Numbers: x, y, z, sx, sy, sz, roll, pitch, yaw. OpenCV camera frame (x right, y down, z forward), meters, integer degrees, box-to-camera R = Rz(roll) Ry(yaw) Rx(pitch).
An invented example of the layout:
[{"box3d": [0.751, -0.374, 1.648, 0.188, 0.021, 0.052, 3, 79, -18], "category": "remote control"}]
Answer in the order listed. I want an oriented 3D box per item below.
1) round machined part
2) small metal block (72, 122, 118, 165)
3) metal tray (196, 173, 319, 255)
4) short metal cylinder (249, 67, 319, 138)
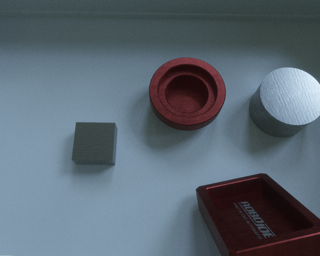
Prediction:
[{"box3d": [0.035, -0.042, 0.416, 0.099, 0.042, 0.098, 0, 70, -1], "category": "round machined part"}, {"box3d": [-0.083, 0.020, 0.401, 0.050, 0.025, 0.050, 1, 70, 0], "category": "small metal block"}, {"box3d": [0.097, 0.093, 0.324, 0.091, 0.130, 0.030, -11, 105, -4], "category": "metal tray"}, {"box3d": [0.165, -0.033, 0.410, 0.081, 0.050, 0.080, 0, 70, 0], "category": "short metal cylinder"}]
